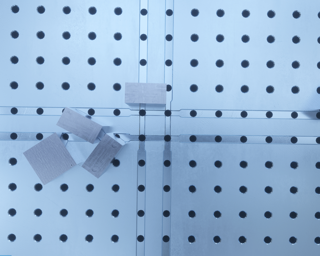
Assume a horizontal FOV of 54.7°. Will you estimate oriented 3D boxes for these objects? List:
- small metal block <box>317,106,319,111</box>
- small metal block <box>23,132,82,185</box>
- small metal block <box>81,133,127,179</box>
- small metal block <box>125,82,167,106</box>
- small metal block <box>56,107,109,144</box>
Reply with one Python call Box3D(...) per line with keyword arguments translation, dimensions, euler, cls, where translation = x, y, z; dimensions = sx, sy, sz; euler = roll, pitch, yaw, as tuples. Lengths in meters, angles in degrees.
Box3D(translation=(0.243, -0.039, 0.404), dimensions=(0.025, 0.050, 0.050), euler=(35, 90, -1), cls="small metal block")
Box3D(translation=(-0.142, 0.040, 0.412), dimensions=(0.050, 0.025, 0.050), euler=(-33, 90, 0), cls="small metal block")
Box3D(translation=(-0.070, 0.034, 0.400), dimensions=(0.025, 0.050, 0.050), euler=(37, 90, -1), cls="small metal block")
Box3D(translation=(-0.018, -0.042, 0.401), dimensions=(0.050, 0.050, 0.025), euler=(2, 90, -1), cls="small metal block")
Box3D(translation=(-0.098, -0.003, 0.400), dimensions=(0.050, 0.050, 0.025), euler=(28, 90, -1), cls="small metal block")
